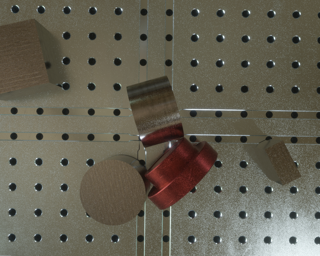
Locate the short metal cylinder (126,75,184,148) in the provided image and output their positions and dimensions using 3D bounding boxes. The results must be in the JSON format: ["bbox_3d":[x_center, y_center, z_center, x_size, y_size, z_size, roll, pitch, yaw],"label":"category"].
[{"bbox_3d":[-0.006,-0.020,0.386,0.050,0.080,0.080,-16,90,0],"label":"short metal cylinder"}]

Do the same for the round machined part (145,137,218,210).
[{"bbox_3d":[0.020,0.049,0.377,0.098,0.098,0.042,-44,91,0],"label":"round machined part"}]

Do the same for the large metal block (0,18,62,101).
[{"bbox_3d":[-0.182,-0.085,0.398,0.080,0.050,0.080,-13,90,-1],"label":"large metal block"}]

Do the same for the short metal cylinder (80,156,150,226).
[{"bbox_3d":[-0.055,0.077,0.397,0.080,0.050,0.079,0,91,4],"label":"short metal cylinder"}]

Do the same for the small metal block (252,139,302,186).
[{"bbox_3d":[0.150,0.043,0.403,0.025,0.050,0.050,-27,90,0],"label":"small metal block"}]
